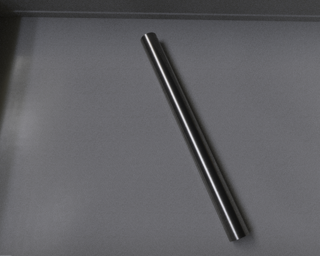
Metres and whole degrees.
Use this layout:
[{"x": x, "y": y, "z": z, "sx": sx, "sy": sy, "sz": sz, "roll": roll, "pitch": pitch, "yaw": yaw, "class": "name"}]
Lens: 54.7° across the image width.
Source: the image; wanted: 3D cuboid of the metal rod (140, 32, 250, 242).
[{"x": 0.038, "y": -0.002, "z": 0.410, "sx": 0.025, "sy": 0.025, "sz": 0.299, "roll": -20, "pitch": 71, "yaw": -8, "class": "metal rod"}]
